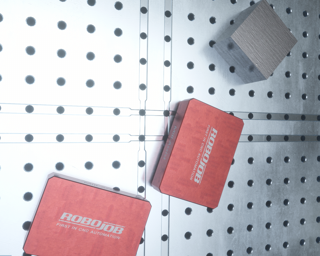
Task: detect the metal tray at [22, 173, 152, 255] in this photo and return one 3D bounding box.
[{"bbox_3d":[-0.086,0.116,0.379,0.131,0.030,0.090,20,83,-19],"label":"metal tray"}]

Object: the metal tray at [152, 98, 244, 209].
[{"bbox_3d":[0.053,0.035,0.423,0.091,0.030,0.129,22,83,-19],"label":"metal tray"}]

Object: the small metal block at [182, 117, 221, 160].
[{"bbox_3d":[0.056,0.014,0.435,0.050,0.025,0.050,23,82,-19],"label":"small metal block"}]

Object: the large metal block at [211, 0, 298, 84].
[{"bbox_3d":[0.138,-0.124,0.452,0.080,0.050,0.080,44,76,-15],"label":"large metal block"}]
